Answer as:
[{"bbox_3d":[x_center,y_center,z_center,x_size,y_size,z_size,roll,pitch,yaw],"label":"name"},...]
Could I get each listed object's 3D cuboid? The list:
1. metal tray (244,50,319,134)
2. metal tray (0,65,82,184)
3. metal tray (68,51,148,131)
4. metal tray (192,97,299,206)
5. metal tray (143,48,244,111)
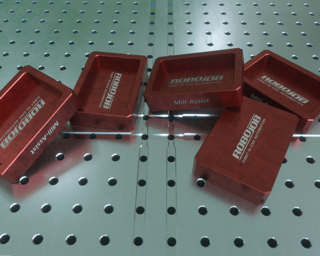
[{"bbox_3d":[0.180,-0.058,0.453,0.090,0.030,0.130,-36,59,-26],"label":"metal tray"},{"bbox_3d":[-0.174,-0.009,0.387,0.090,0.030,0.130,29,72,22],"label":"metal tray"},{"bbox_3d":[-0.072,-0.058,0.452,0.090,0.030,0.130,6,50,5],"label":"metal tray"},{"bbox_3d":[0.109,0.020,0.388,0.090,0.030,0.130,24,54,19],"label":"metal tray"},{"bbox_3d":[0.050,-0.068,0.438,0.130,0.030,0.090,-2,47,19],"label":"metal tray"}]
